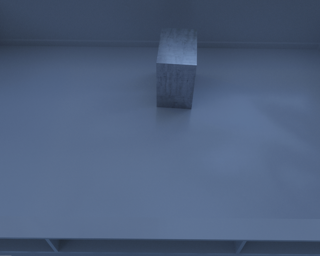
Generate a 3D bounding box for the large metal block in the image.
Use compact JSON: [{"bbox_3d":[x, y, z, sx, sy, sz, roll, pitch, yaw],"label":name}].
[{"bbox_3d":[0.024,-0.084,0.441,0.050,0.080,0.080,4,50,3],"label":"large metal block"}]
